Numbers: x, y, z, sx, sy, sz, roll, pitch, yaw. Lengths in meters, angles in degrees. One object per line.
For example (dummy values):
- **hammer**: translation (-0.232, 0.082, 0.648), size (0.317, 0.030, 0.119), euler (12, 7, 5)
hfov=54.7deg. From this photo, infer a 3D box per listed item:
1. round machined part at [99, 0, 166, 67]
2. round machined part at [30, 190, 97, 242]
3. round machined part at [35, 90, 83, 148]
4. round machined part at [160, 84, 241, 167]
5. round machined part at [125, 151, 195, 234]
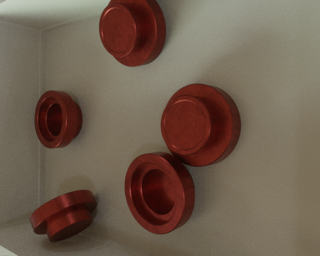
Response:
- **round machined part**: translation (-0.043, -0.131, 0.414), size (0.098, 0.042, 0.097), euler (15, 115, 36)
- **round machined part**: translation (-0.142, 0.139, 0.473), size (0.098, 0.099, 0.042), euler (-46, 63, 30)
- **round machined part**: translation (-0.171, -0.015, 0.534), size (0.098, 0.042, 0.097), euler (0, 90, 39)
- **round machined part**: translation (0.040, -0.003, 0.362), size (0.098, 0.042, 0.097), euler (0, 90, 39)
- **round machined part**: translation (0.004, 0.078, 0.388), size (0.098, 0.042, 0.097), euler (4, 96, 41)
